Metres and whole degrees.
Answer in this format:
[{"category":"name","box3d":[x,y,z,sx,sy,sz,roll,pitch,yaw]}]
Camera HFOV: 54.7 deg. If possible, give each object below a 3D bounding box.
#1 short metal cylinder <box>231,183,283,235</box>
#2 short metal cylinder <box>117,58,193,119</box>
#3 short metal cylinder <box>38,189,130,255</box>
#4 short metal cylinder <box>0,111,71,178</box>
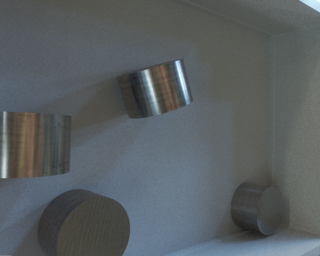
[{"category":"short metal cylinder","box3d":[0.167,0.138,0.534,0.081,0.050,0.079,0,90,-40]},{"category":"short metal cylinder","box3d":[-0.006,-0.048,0.368,0.081,0.080,0.050,-25,107,-37]},{"category":"short metal cylinder","box3d":[-0.079,0.108,0.326,0.081,0.050,0.079,0,90,-40]},{"category":"short metal cylinder","box3d":[-0.120,0.013,0.271,0.081,0.080,0.050,2,89,-40]}]
